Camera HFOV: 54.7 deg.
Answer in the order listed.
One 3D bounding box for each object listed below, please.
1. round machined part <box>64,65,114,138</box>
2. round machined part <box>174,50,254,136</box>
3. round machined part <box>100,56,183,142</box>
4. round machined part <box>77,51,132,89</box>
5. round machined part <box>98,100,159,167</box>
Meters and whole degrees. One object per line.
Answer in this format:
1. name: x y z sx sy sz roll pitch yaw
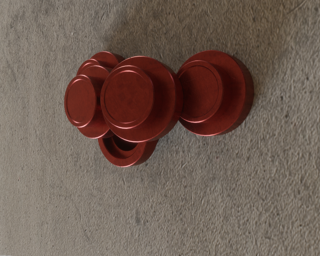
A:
1. round machined part: -0.090 -0.035 0.412 0.098 0.042 0.097 0 90 39
2. round machined part: 0.051 -0.040 0.351 0.098 0.042 0.097 0 90 39
3. round machined part: -0.027 -0.033 0.348 0.098 0.042 0.097 -1 88 26
4. round machined part: -0.090 -0.067 0.467 0.098 0.042 0.097 0 90 39
5. round machined part: -0.039 0.003 0.425 0.098 0.042 0.097 0 90 39
